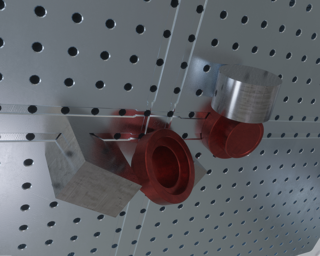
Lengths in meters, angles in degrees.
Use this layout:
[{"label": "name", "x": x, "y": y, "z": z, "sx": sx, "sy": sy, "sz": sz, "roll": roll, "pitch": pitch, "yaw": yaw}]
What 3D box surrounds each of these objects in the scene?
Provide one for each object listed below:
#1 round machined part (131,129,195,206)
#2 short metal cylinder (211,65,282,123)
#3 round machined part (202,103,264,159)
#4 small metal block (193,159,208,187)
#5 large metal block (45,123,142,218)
[{"label": "round machined part", "x": 0.000, "y": 0.053, "z": 0.410, "sx": 0.042, "sy": 0.098, "sz": 0.098, "roll": -20, "pitch": 142, "yaw": 38}, {"label": "short metal cylinder", "x": 0.112, "y": -0.047, "z": 0.408, "sx": 0.081, "sy": 0.080, "sz": 0.050, "roll": -6, "pitch": 121, "yaw": -25}, {"label": "round machined part", "x": 0.116, "y": 0.007, "z": 0.467, "sx": 0.099, "sy": 0.042, "sz": 0.097, "roll": -14, "pitch": 124, "yaw": -21}, {"label": "small metal block", "x": 0.036, "y": 0.069, "z": 0.474, "sx": 0.050, "sy": 0.025, "sz": 0.050, "roll": 34, "pitch": 99, "yaw": -39}, {"label": "large metal block", "x": -0.079, "y": 0.049, "z": 0.363, "sx": 0.080, "sy": 0.080, "sz": 0.050, "roll": 33, "pitch": 100, "yaw": -38}]
